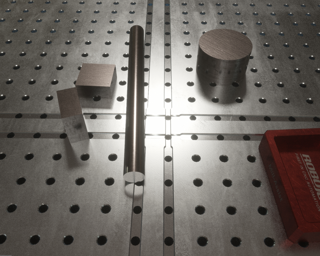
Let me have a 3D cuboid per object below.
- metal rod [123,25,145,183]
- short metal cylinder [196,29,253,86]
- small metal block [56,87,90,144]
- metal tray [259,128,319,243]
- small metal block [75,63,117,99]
[{"bbox_3d":[-0.036,-0.058,0.455,0.025,0.025,0.300,-1,50,-2],"label":"metal rod"},{"bbox_3d":[0.099,-0.112,0.487,0.081,0.050,0.080,0,50,0],"label":"short metal cylinder"},{"bbox_3d":[-0.113,-0.016,0.404,0.025,0.050,0.050,-14,52,-12],"label":"small metal block"},{"bbox_3d":[0.177,0.060,0.356,0.091,0.030,0.130,-2,50,-3],"label":"metal tray"},{"bbox_3d":[-0.095,-0.071,0.466,0.050,0.025,0.050,3,50,2],"label":"small metal block"}]
